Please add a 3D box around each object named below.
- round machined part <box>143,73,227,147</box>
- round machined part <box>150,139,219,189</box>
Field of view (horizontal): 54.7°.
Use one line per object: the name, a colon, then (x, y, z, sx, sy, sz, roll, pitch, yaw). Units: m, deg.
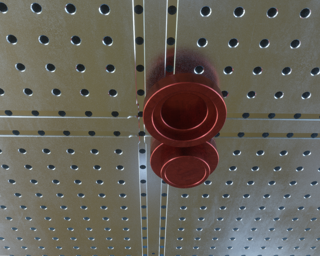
round machined part: (0.029, -0.026, 0.379, 0.099, 0.042, 0.097, -1, 130, 0)
round machined part: (0.035, 0.049, 0.443, 0.099, 0.042, 0.097, -1, 130, 0)
